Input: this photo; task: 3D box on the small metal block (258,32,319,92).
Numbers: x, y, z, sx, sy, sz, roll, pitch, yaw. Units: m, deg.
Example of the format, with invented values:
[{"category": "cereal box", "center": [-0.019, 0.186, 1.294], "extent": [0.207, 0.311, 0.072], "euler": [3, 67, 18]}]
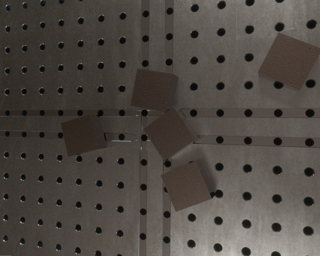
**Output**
[{"category": "small metal block", "center": [0.150, -0.075, 0.360], "extent": [0.050, 0.025, 0.050], "euler": [28, 99, 17]}]

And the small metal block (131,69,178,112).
[{"category": "small metal block", "center": [-0.007, -0.049, 0.414], "extent": [0.050, 0.025, 0.050], "euler": [12, 94, 19]}]

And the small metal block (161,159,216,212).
[{"category": "small metal block", "center": [0.036, 0.073, 0.399], "extent": [0.050, 0.025, 0.050], "euler": [-25, 82, 18]}]

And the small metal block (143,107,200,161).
[{"category": "small metal block", "center": [0.015, 0.008, 0.406], "extent": [0.050, 0.025, 0.050], "euler": [-36, 79, 16]}]

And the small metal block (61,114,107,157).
[{"category": "small metal block", "center": [-0.111, 0.011, 0.450], "extent": [0.050, 0.025, 0.050], "euler": [-15, 85, 19]}]
